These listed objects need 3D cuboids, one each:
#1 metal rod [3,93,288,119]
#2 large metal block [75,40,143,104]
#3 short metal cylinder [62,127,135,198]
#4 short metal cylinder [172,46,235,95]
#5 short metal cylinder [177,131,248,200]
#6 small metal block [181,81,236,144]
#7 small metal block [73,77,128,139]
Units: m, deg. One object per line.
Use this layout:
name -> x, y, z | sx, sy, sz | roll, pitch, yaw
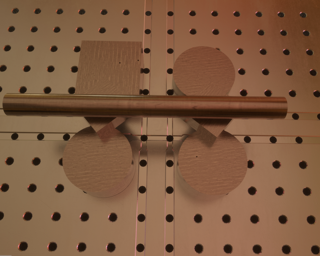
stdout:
metal rod -> -0.016, -0.024, 0.340 | 0.302, 0.025, 0.025 | 1, 70, 0
large metal block -> -0.065, -0.070, 0.423 | 0.080, 0.050, 0.080 | 1, 70, 0
short metal cylinder -> -0.072, 0.042, 0.381 | 0.081, 0.050, 0.080 | 0, 70, 0
short metal cylinder -> 0.057, -0.063, 0.422 | 0.081, 0.050, 0.080 | 0, 70, 0
short metal cylinder -> 0.061, 0.046, 0.382 | 0.081, 0.050, 0.080 | 0, 70, 0
small metal block -> 0.060, -0.018, 0.366 | 0.050, 0.025, 0.050 | 39, 74, 13
small metal block -> -0.067, -0.024, 0.367 | 0.050, 0.025, 0.050 | -38, 75, -13
